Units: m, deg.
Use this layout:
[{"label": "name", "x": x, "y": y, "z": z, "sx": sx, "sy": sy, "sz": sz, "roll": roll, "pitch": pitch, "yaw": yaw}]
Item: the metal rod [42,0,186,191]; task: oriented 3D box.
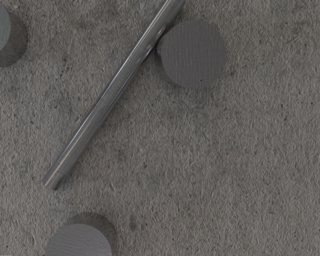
[{"label": "metal rod", "x": -0.061, "y": -0.049, "z": 0.409, "sx": 0.025, "sy": 0.025, "sz": 0.299, "roll": 34, "pitch": 90, "yaw": 0}]

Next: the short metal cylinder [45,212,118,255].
[{"label": "short metal cylinder", "x": -0.098, "y": 0.155, "z": 0.397, "sx": 0.081, "sy": 0.050, "sz": 0.080, "roll": 0, "pitch": 90, "yaw": 0}]

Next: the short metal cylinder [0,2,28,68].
[{"label": "short metal cylinder", "x": -0.219, "y": -0.122, "z": 0.396, "sx": 0.081, "sy": 0.050, "sz": 0.080, "roll": 0, "pitch": 90, "yaw": 0}]

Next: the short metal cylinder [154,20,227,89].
[{"label": "short metal cylinder", "x": 0.036, "y": -0.090, "z": 0.389, "sx": 0.081, "sy": 0.050, "sz": 0.079, "roll": -2, "pitch": 98, "yaw": -11}]
